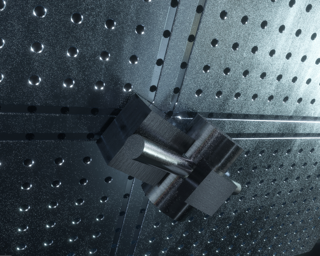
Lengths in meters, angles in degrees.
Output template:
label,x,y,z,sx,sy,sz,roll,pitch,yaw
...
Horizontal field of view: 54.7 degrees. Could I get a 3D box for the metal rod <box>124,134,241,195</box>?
label,x,y,z,sx,sy,sz,roll,pitch,yaw
metal rod,0.052,0.062,0.423,0.025,0.025,0.301,-50,144,7

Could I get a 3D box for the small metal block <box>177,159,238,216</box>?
label,x,y,z,sx,sy,sz,roll,pitch,yaw
small metal block,0.058,0.075,0.383,0.050,0.025,0.050,35,99,-30

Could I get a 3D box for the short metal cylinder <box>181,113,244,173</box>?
label,x,y,z,sx,sy,sz,roll,pitch,yaw
short metal cylinder,0.067,0.023,0.423,0.080,0.080,0.050,31,101,-38

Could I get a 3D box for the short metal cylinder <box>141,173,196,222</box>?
label,x,y,z,sx,sy,sz,roll,pitch,yaw
short metal cylinder,0.021,0.084,0.434,0.080,0.080,0.050,34,99,-39

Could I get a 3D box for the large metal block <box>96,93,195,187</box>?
label,x,y,z,sx,sy,sz,roll,pitch,yaw
large metal block,-0.018,0.017,0.388,0.080,0.050,0.080,33,100,-39
